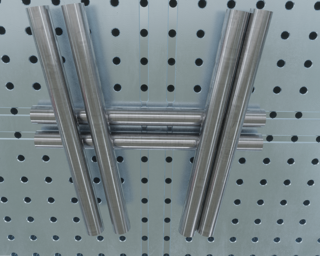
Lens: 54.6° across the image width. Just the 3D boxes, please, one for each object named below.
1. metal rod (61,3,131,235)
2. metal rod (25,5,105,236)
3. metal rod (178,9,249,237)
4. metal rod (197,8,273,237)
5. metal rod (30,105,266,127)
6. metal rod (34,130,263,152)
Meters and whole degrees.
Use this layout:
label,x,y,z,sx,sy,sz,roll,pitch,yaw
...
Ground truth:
label,x,y,z,sx,sy,sz,roll,pitch,yaw
metal rod,-0.075,0.004,0.388,0.025,0.025,0.298,-8,110,3
metal rod,-0.113,0.007,0.389,0.025,0.025,0.298,-8,110,3
metal rod,0.062,0.009,0.391,0.025,0.025,0.298,9,110,-3
metal rod,0.088,0.009,0.391,0.025,0.025,0.298,9,110,-3
metal rod,-0.014,-0.015,0.408,0.302,0.025,0.025,1,110,-1
metal rod,-0.014,0.017,0.420,0.302,0.025,0.025,1,110,-1
